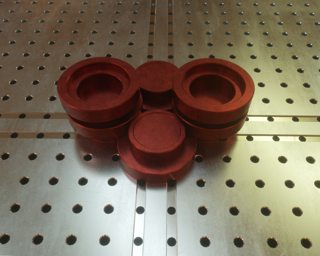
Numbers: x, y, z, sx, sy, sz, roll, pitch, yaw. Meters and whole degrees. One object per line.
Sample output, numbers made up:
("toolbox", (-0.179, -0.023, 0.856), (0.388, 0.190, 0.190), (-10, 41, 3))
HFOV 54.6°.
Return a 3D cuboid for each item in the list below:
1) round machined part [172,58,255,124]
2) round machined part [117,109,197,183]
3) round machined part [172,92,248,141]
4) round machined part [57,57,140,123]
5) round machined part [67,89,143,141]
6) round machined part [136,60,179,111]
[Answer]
("round machined part", (0.064, -0.041, 0.389), (0.099, 0.042, 0.098), (0, 50, 0))
("round machined part", (-0.004, 0.015, 0.383), (0.099, 0.042, 0.098), (0, 50, 0))
("round machined part", (0.065, -0.022, 0.414), (0.099, 0.042, 0.098), (0, 50, 0))
("round machined part", (-0.074, -0.043, 0.390), (0.099, 0.042, 0.098), (0, 50, 0))
("round machined part", (-0.072, -0.022, 0.414), (0.099, 0.042, 0.098), (0, 50, 0))
("round machined part", (-0.003, -0.060, 0.447), (0.099, 0.042, 0.098), (0, 50, 0))
